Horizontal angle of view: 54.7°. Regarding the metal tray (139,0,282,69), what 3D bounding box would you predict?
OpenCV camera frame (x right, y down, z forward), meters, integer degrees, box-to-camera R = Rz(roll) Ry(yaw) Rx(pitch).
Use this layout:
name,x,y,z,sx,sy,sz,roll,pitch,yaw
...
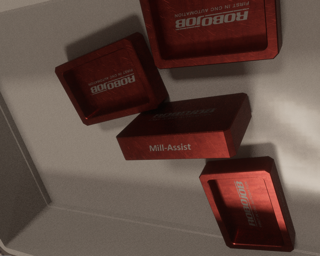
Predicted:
name,x,y,z,sx,sy,sz,roll,pitch,yaw
metal tray,0.049,-0.111,0.309,0.130,0.030,0.089,0,119,27

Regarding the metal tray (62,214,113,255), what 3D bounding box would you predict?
name,x,y,z,sx,sy,sz,roll,pitch,yaw
metal tray,-0.144,0.244,0.632,0.090,0.030,0.129,14,124,20

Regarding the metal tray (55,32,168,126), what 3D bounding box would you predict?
name,x,y,z,sx,sy,sz,roll,pitch,yaw
metal tray,-0.065,-0.058,0.401,0.130,0.030,0.090,-12,113,32

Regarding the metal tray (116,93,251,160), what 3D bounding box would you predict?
name,x,y,z,sx,sy,sz,roll,pitch,yaw
metal tray,0.028,-0.002,0.349,0.130,0.090,0.030,-5,116,30

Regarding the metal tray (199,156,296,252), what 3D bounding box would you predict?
name,x,y,z,sx,sy,sz,roll,pitch,yaw
metal tray,0.116,0.102,0.406,0.090,0.030,0.129,-10,114,32
